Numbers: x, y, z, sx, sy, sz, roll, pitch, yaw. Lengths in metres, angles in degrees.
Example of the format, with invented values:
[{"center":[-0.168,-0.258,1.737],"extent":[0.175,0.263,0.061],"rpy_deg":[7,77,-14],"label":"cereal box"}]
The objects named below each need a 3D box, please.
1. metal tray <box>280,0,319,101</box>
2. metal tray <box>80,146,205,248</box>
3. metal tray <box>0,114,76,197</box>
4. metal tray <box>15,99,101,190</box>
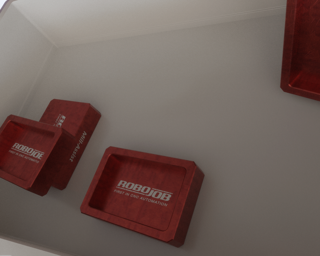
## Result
[{"center":[0.170,-0.085,0.300],"extent":[0.090,0.129,0.030],"rpy_deg":[24,53,36],"label":"metal tray"},{"center":[-0.023,0.076,0.367],"extent":[0.130,0.030,0.090],"rpy_deg":[7,65,31],"label":"metal tray"},{"center":[-0.192,0.034,0.443],"extent":[0.130,0.030,0.090],"rpy_deg":[12,68,33],"label":"metal tray"},{"center":[-0.156,0.020,0.472],"extent":[0.090,0.030,0.130],"rpy_deg":[9,66,32],"label":"metal tray"}]
